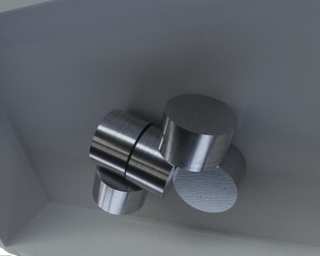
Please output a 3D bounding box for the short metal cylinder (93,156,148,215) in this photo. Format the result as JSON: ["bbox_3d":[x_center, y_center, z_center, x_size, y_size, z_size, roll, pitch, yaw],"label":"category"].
[{"bbox_3d":[-0.054,0.076,0.445,0.080,0.080,0.050,26,127,11],"label":"short metal cylinder"}]

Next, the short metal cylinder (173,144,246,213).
[{"bbox_3d":[0.063,0.059,0.392,0.080,0.050,0.079,13,124,20],"label":"short metal cylinder"}]

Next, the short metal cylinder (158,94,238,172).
[{"bbox_3d":[0.041,0.004,0.351,0.080,0.080,0.050,21,126,15],"label":"short metal cylinder"}]

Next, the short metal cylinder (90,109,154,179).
[{"bbox_3d":[-0.048,0.021,0.407,0.050,0.080,0.079,23,127,14],"label":"short metal cylinder"}]

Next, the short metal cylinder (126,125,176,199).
[{"bbox_3d":[-0.001,0.043,0.398,0.050,0.080,0.079,24,127,13],"label":"short metal cylinder"}]
